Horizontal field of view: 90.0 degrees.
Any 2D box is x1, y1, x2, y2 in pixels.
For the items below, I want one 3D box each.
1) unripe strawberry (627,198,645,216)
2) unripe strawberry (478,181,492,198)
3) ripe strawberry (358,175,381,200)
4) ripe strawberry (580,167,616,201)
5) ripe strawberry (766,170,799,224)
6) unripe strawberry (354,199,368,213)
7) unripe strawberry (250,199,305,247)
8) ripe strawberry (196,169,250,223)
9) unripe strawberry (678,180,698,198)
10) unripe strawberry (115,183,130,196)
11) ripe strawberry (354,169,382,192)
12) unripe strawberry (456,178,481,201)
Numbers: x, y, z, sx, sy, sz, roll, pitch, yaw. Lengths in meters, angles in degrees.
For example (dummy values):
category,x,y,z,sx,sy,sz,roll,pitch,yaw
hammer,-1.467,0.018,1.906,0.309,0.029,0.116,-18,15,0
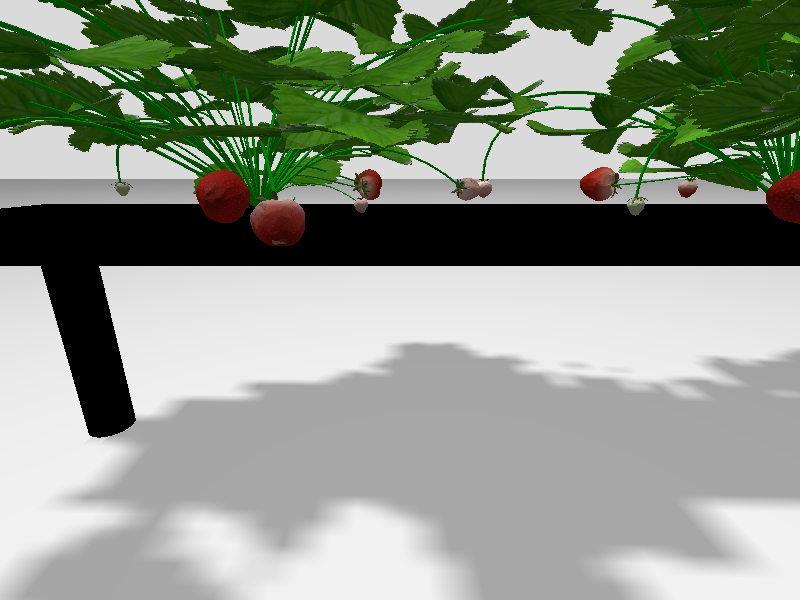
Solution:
category,x,y,z,sx,sy,sz,roll,pitch,yaw
unripe strawberry,0.166,-0.066,0.282,0.011,0.012,0.011,-7,19,-19
unripe strawberry,0.103,-0.136,0.494,0.019,0.020,0.018,13,22,34
ripe strawberry,-0.033,-0.129,0.458,0.026,0.027,0.028,12,21,33
ripe strawberry,0.220,-0.129,0.447,0.035,0.037,0.037,-17,24,-41
ripe strawberry,0.244,-0.062,0.240,0.037,0.033,0.034,15,24,38
unripe strawberry,-0.032,-0.077,0.330,0.011,0.011,0.011,2,18,7
unripe strawberry,-0.051,-0.031,0.169,0.023,0.021,0.020,-7,-35,-20
ripe strawberry,-0.114,-0.065,0.255,0.032,0.034,0.035,-1,19,-4
unripe strawberry,0.357,-0.138,0.498,0.021,0.021,0.018,3,22,9
unripe strawberry,-0.296,-0.118,0.427,0.015,0.014,0.013,9,20,26
ripe strawberry,-0.039,-0.150,0.510,0.036,0.031,0.036,8,19,23
unripe strawberry,0.073,-0.116,0.419,0.024,0.023,0.026,4,15,-26
